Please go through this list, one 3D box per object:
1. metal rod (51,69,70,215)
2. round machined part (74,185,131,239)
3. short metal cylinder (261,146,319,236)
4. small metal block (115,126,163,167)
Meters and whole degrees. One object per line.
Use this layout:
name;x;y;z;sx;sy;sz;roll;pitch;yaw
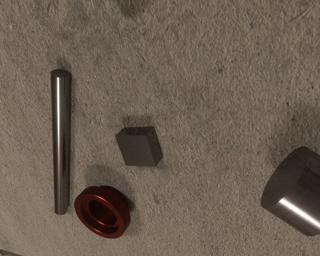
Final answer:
metal rod;-0.166;0.042;0.517;0.025;0.025;0.298;23;127;14
round machined part;-0.093;0.137;0.527;0.098;0.042;0.097;13;124;20
short metal cylinder;0.154;0.066;0.331;0.050;0.080;0.079;34;129;5
small metal block;-0.029;0.026;0.437;0.050;0.025;0.050;-2;118;29
